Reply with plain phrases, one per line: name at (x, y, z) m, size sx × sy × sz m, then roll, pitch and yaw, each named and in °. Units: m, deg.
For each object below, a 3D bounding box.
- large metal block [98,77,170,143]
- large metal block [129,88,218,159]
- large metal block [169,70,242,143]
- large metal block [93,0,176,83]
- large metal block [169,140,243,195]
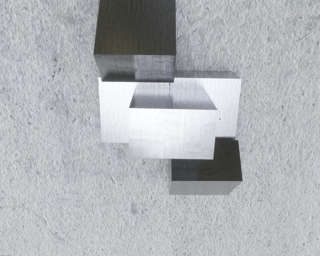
large metal block at (-0.030, -0.028, 0.385) m, size 0.081 × 0.050 × 0.079 m, roll 1°, pitch 110°, yaw -1°
large metal block at (0.011, -0.008, 0.326) m, size 0.081 × 0.080 × 0.050 m, roll 1°, pitch 110°, yaw -1°
large metal block at (0.051, -0.028, 0.386) m, size 0.081 × 0.050 × 0.079 m, roll 1°, pitch 110°, yaw -1°
large metal block at (-0.024, -0.098, 0.339) m, size 0.081 × 0.050 × 0.080 m, roll 1°, pitch 66°, yaw 0°
large metal block at (0.053, 0.053, 0.395) m, size 0.081 × 0.080 × 0.050 m, roll 0°, pitch 66°, yaw -1°
